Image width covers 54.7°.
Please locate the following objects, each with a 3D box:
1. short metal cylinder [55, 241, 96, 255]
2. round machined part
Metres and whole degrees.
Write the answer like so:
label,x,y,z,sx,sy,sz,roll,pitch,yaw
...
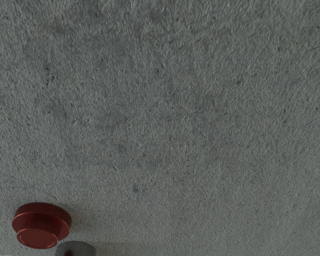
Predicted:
label,x,y,z,sx,sy,sz,roll,pitch,yaw
short metal cylinder,-0.172,0.269,0.618,0.081,0.050,0.079,0,130,0
round machined part,-0.209,0.177,0.544,0.099,0.042,0.097,-1,130,0
